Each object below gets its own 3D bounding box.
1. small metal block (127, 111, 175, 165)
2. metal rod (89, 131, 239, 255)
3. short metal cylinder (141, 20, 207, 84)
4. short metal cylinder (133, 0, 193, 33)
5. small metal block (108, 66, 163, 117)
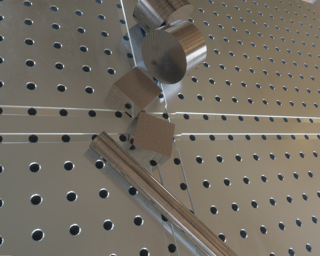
[{"bbox_3d":[-0.011,0.013,0.394,0.050,0.025,0.050,20,54,-16],"label":"small metal block"},{"bbox_3d":[0.037,0.114,0.357,0.300,0.025,0.025,43,51,1],"label":"metal rod"},{"bbox_3d":[0.020,-0.110,0.451,0.080,0.080,0.050,48,51,5],"label":"short metal cylinder"},{"bbox_3d":[0.005,-0.180,0.485,0.081,0.080,0.050,-35,82,-38],"label":"short metal cylinder"},{"bbox_3d":[-0.033,-0.048,0.419,0.050,0.025,0.050,42,51,1],"label":"small metal block"}]
